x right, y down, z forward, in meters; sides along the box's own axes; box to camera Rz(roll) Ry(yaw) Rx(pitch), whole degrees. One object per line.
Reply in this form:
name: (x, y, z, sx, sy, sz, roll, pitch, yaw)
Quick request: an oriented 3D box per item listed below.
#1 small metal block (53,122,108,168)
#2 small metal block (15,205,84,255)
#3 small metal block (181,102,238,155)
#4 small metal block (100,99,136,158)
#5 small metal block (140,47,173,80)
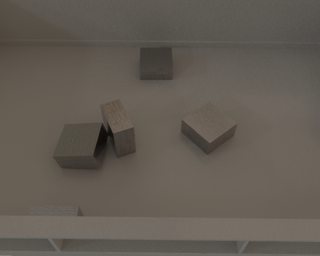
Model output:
small metal block: (-0.096, 0.021, 0.381, 0.050, 0.025, 0.050, -3, 50, 11)
small metal block: (-0.109, 0.107, 0.314, 0.050, 0.025, 0.050, 1, 50, 0)
small metal block: (0.064, -0.001, 0.406, 0.050, 0.025, 0.050, -32, 57, -24)
small metal block: (-0.052, 0.001, 0.387, 0.025, 0.050, 0.050, -19, 53, -16)
small metal block: (-0.006, -0.102, 0.491, 0.050, 0.025, 0.050, -1, 50, -1)
